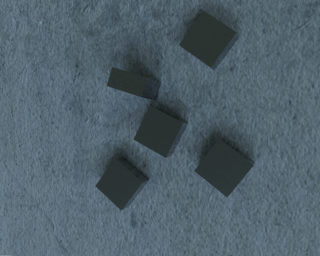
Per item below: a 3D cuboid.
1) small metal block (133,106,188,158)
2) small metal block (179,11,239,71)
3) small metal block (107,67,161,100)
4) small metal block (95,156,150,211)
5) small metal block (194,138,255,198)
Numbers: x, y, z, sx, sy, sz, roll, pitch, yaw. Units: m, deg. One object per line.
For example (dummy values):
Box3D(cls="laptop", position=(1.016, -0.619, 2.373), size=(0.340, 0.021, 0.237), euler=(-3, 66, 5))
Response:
Box3D(cls="small metal block", position=(0.001, 0.004, 0.408), size=(0.050, 0.025, 0.050), euler=(29, 99, 17))
Box3D(cls="small metal block", position=(0.061, -0.108, 0.387), size=(0.050, 0.025, 0.050), euler=(39, 102, 15))
Box3D(cls="small metal block", position=(-0.033, -0.057, 0.406), size=(0.050, 0.050, 0.025), euler=(19, 97, 18))
Box3D(cls="small metal block", position=(-0.052, 0.075, 0.426), size=(0.050, 0.025, 0.050), euler=(39, 102, 15))
Box3D(cls="small metal block", position=(0.079, 0.048, 0.381), size=(0.050, 0.025, 0.050), euler=(39, 102, 15))
